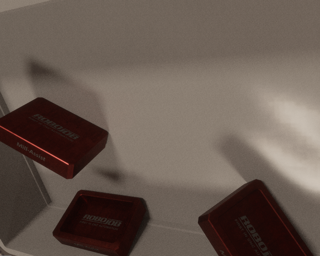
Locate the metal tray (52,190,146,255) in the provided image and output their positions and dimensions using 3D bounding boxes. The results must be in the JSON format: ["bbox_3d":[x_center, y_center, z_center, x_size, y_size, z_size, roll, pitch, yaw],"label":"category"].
[{"bbox_3d":[-0.099,0.153,0.507,0.130,0.090,0.030,1,135,27],"label":"metal tray"}]

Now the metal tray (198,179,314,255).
[{"bbox_3d":[0.117,0.138,0.362,0.130,0.091,0.030,57,153,11],"label":"metal tray"}]

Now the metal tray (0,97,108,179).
[{"bbox_3d":[-0.155,0.010,0.452,0.130,0.090,0.030,27,128,11],"label":"metal tray"}]
